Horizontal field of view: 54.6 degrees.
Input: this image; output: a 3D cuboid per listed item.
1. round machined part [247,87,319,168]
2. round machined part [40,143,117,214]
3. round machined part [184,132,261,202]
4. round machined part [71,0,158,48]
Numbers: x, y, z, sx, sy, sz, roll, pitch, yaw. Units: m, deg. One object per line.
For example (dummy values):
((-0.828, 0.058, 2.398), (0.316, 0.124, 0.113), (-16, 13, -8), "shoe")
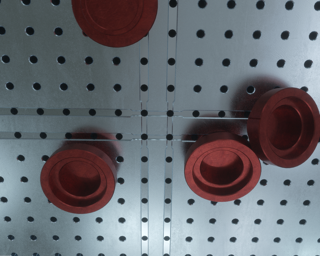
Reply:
((0.150, -0.001, 0.391), (0.099, 0.042, 0.097), (-2, 94, -23), "round machined part")
((-0.108, 0.066, 0.428), (0.099, 0.042, 0.097), (0, 110, 0), "round machined part")
((0.082, 0.048, 0.418), (0.098, 0.042, 0.097), (1, 117, 3), "round machined part")
((-0.052, -0.141, 0.352), (0.099, 0.042, 0.097), (0, 110, 0), "round machined part")
